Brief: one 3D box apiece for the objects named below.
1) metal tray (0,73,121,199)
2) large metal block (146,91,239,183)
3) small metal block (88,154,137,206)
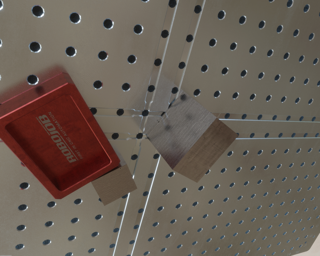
[{"bbox_3d":[-0.113,0.014,0.355,0.090,0.030,0.129,-30,129,-9],"label":"metal tray"},{"bbox_3d":[0.039,0.010,0.405,0.050,0.080,0.080,33,99,-39],"label":"large metal block"},{"bbox_3d":[-0.065,0.070,0.421,0.050,0.025,0.050,-26,128,-12],"label":"small metal block"}]
